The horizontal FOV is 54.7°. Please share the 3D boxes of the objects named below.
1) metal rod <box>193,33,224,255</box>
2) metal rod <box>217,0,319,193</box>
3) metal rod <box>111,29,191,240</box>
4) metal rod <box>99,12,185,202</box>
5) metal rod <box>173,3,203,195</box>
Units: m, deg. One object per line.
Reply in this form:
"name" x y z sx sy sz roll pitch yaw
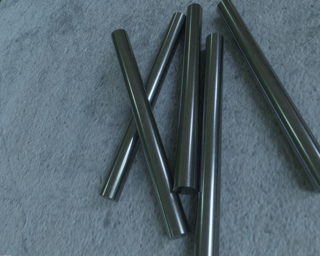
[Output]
"metal rod" 0.061 0.005 0.367 0.025 0.025 0.299 -7 59 24
"metal rod" 0.127 -0.063 0.375 0.025 0.025 0.299 -24 53 13
"metal rod" -0.020 -0.013 0.393 0.025 0.025 0.299 -25 61 13
"metal rod" -0.016 -0.044 0.437 0.025 0.025 0.300 6 65 31
"metal rod" 0.041 -0.060 0.408 0.025 0.025 0.300 -9 55 23
